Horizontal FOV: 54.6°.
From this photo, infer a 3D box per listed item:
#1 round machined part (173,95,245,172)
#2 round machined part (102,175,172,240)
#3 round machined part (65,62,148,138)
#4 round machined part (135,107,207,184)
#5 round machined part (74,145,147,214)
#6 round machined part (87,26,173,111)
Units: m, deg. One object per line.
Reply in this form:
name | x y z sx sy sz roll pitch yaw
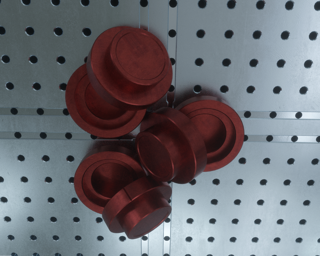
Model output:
round machined part | 0.056 0.005 0.406 0.099 0.042 0.097 0 110 0
round machined part | -0.023 0.110 0.414 0.099 0.042 0.098 -28 148 -19
round machined part | -0.063 -0.040 0.388 0.099 0.042 0.097 0 110 0
round machined part | 0.006 0.027 0.382 0.042 0.098 0.098 -29 114 -35
round machined part | -0.065 0.068 0.428 0.099 0.042 0.097 0 110 0
round machined part | -0.028 -0.072 0.348 0.099 0.042 0.098 8 71 -24
